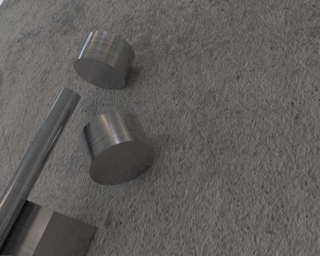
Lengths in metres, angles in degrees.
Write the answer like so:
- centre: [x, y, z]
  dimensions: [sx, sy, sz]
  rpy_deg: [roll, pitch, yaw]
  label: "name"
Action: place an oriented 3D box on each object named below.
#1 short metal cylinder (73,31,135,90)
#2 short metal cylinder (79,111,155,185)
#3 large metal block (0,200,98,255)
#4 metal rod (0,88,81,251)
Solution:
- centre: [-0.084, -0.102, 0.475]
  dimensions: [0.080, 0.080, 0.050]
  rpy_deg: [3, 63, 29]
  label: "short metal cylinder"
- centre: [-0.053, 0.026, 0.381]
  dimensions: [0.080, 0.080, 0.050]
  rpy_deg: [-34, 52, 6]
  label: "short metal cylinder"
- centre: [-0.129, 0.137, 0.352]
  dimensions: [0.050, 0.080, 0.080]
  rpy_deg: [9, 66, 32]
  label: "large metal block"
- centre: [-0.163, 0.087, 0.332]
  dimensions: [0.025, 0.025, 0.300]
  rpy_deg: [9, 66, 32]
  label: "metal rod"
